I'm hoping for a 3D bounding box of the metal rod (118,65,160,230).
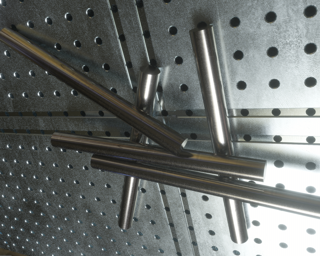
[{"bbox_3d":[-0.037,0.049,0.459,0.025,0.025,0.298,22,127,14],"label":"metal rod"}]

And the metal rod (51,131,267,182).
[{"bbox_3d":[-0.019,0.033,0.406,0.301,0.025,0.025,6,121,24],"label":"metal rod"}]

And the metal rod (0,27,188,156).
[{"bbox_3d":[-0.097,-0.055,0.404,0.300,0.025,0.025,32,129,15],"label":"metal rod"}]

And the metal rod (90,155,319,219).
[{"bbox_3d":[0.043,0.068,0.395,0.301,0.025,0.025,8,122,23],"label":"metal rod"}]

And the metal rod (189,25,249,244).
[{"bbox_3d":[0.079,0.027,0.385,0.025,0.025,0.298,-1,118,28],"label":"metal rod"}]
